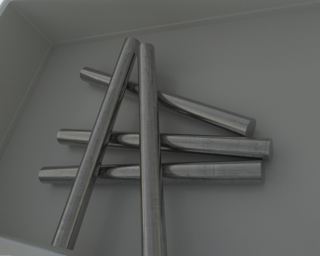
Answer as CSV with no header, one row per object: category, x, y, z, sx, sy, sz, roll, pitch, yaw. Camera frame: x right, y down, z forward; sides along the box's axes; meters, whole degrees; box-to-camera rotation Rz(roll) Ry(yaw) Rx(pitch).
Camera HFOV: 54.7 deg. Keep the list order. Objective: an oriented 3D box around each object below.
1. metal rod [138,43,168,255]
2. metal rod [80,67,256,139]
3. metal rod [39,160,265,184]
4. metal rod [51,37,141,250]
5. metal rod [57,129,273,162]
metal rod,-0.012,0.011,0.370,0.025,0.025,0.299,-16,55,19
metal rod,-0.011,-0.045,0.435,0.300,0.025,0.025,22,74,35
metal rod,-0.030,0.057,0.383,0.301,0.025,0.025,-5,60,25
metal rod,-0.075,0.002,0.408,0.025,0.025,0.300,0,62,28
metal rod,-0.015,0.018,0.399,0.300,0.025,0.025,2,63,28
